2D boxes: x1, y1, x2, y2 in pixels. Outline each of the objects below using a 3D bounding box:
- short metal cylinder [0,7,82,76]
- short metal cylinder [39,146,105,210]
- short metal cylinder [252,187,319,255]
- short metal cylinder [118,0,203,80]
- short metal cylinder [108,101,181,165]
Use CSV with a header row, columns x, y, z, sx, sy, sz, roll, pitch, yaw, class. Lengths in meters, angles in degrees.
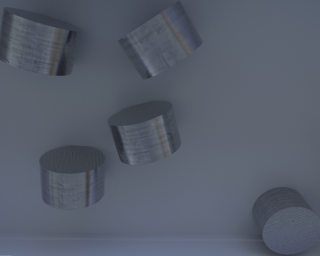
x,y,z,sx,sy,sz,roll,pitch,yaw,class
-0.134,-0.096,0.345,0.080,0.080,0.050,17,109,-6,short metal cylinder
-0.113,0.062,0.404,0.081,0.080,0.050,4,110,-2,short metal cylinder
0.181,0.134,0.449,0.081,0.050,0.079,0,110,0,short metal cylinder
0.000,-0.097,0.346,0.080,0.080,0.050,-30,107,10,short metal cylinder
-0.018,0.004,0.383,0.080,0.080,0.050,-13,110,5,short metal cylinder
